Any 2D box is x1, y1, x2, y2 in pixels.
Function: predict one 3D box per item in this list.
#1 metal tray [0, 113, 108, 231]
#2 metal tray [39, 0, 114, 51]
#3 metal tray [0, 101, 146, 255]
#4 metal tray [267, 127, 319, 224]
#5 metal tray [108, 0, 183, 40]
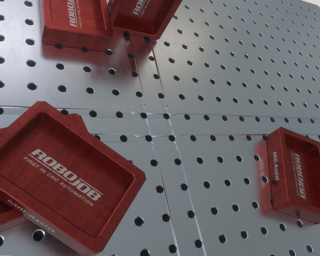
[{"bbox_3d":[-0.128,0.042,0.310,0.131,0.030,0.090,-16,70,-34],"label":"metal tray"},{"bbox_3d":[-0.123,-0.174,0.444,0.091,0.030,0.130,0,62,-28],"label":"metal tray"},{"bbox_3d":[-0.089,0.045,0.289,0.130,0.030,0.090,36,51,-4],"label":"metal tray"},{"bbox_3d":[0.214,0.070,0.476,0.091,0.030,0.130,20,54,-17],"label":"metal tray"},{"bbox_3d":[-0.019,-0.189,0.446,0.091,0.129,0.030,5,60,-26],"label":"metal tray"}]
